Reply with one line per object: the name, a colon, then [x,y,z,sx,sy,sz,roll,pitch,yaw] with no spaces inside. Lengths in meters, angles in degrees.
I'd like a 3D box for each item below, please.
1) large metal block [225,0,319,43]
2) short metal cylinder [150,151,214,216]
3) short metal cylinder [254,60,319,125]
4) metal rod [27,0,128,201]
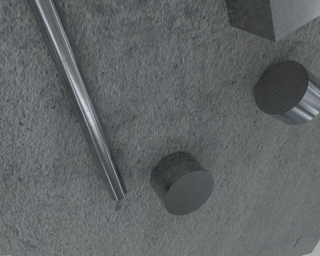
large metal block: [0.132,-0.149,0.351,0.080,0.080,0.050,-32,129,-7]
short metal cylinder: [0.032,0.082,0.459,0.081,0.050,0.079,-14,124,-21]
short metal cylinder: [0.184,-0.049,0.442,0.050,0.080,0.080,21,107,-36]
metal rod: [-0.085,-0.026,0.344,0.025,0.025,0.298,-24,127,-14]
